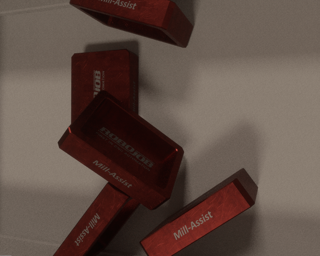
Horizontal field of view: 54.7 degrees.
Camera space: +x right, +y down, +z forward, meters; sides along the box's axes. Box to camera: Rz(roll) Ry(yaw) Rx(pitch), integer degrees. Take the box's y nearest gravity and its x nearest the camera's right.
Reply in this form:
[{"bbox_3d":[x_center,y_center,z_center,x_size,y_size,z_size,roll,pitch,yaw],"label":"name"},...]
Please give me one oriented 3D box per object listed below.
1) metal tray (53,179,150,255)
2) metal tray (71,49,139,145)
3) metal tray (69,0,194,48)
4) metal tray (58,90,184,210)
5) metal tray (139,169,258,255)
[{"bbox_3d":[-0.068,0.117,0.398,0.030,0.090,0.130,40,102,15],"label":"metal tray"},{"bbox_3d":[-0.078,-0.040,0.434,0.090,0.030,0.129,0,90,19],"label":"metal tray"},{"bbox_3d":[-0.032,-0.141,0.386,0.130,0.090,0.030,21,97,18],"label":"metal tray"},{"bbox_3d":[-0.038,0.023,0.361,0.130,0.090,0.030,37,127,-10],"label":"metal tray"},{"bbox_3d":[0.048,0.099,0.358,0.130,0.090,0.030,-38,78,16],"label":"metal tray"}]
